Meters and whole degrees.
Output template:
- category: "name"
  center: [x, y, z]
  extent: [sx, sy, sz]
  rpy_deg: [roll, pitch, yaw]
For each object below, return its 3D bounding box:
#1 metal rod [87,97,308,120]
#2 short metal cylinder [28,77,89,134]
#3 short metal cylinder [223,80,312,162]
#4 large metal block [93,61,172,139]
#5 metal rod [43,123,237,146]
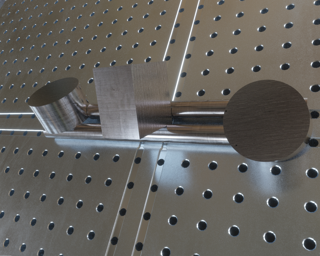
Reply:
- category: "metal rod"
  center: [0.028, -0.024, 0.407]
  extent: [0.300, 0.025, 0.025]
  rpy_deg: [1, 62, 28]
- category: "short metal cylinder"
  center: [-0.152, -0.036, 0.475]
  extent: [0.080, 0.050, 0.080]
  rpy_deg: [-14, 34, 10]
- category: "short metal cylinder"
  center: [0.112, -0.005, 0.319]
  extent: [0.080, 0.050, 0.080]
  rpy_deg: [-4, 82, 28]
- category: "large metal block"
  center: [-0.029, -0.036, 0.372]
  extent: [0.050, 0.080, 0.079]
  rpy_deg: [1, 104, 29]
- category: "metal rod"
  center: [-0.045, 0.006, 0.428]
  extent: [0.300, 0.025, 0.025]
  rpy_deg: [1, 62, 28]
